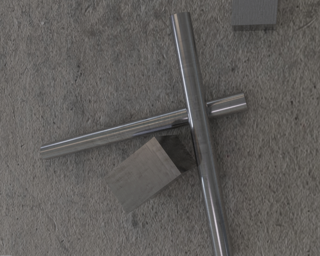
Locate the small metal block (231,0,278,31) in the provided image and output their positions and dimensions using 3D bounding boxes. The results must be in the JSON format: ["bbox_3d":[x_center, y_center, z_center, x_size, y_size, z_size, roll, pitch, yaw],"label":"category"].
[{"bbox_3d":[0.114,-0.144,0.369,0.050,0.025,0.050,4,92,19],"label":"small metal block"}]

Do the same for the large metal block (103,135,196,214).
[{"bbox_3d":[-0.008,0.053,0.383,0.080,0.080,0.050,-39,78,16],"label":"large metal block"}]

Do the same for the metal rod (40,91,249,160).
[{"bbox_3d":[-0.035,0.002,0.421,0.301,0.025,0.025,-14,85,19],"label":"metal rod"}]

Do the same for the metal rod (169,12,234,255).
[{"bbox_3d":[0.051,0.017,0.368,0.025,0.025,0.298,-9,95,20],"label":"metal rod"}]
